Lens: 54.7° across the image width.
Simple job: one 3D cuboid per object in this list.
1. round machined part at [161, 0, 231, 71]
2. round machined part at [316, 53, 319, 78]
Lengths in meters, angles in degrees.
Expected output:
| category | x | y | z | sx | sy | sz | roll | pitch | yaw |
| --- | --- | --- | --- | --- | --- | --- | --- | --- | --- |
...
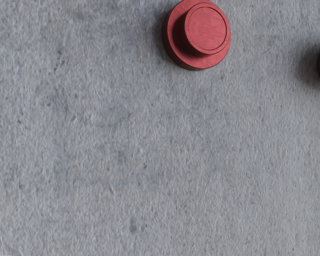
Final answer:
| category | x | y | z | sx | sy | sz | roll | pitch | yaw |
| --- | --- | --- | --- | --- | --- | --- | --- | --- | --- |
| round machined part | 0.055 | -0.129 | 0.421 | 0.099 | 0.042 | 0.097 | 0 | 90 | -21 |
| round machined part | 0.302 | -0.107 | 0.514 | 0.099 | 0.042 | 0.097 | 0 | 90 | -21 |
